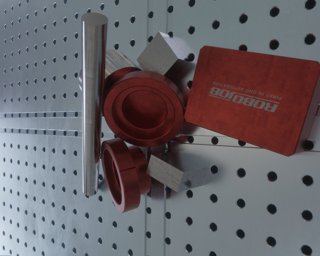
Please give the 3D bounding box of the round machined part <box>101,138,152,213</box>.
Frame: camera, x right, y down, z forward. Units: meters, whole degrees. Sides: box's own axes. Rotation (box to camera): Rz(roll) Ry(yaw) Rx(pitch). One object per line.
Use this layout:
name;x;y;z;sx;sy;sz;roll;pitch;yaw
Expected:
round machined part;-0.044;0.060;0.418;0.098;0.042;0.097;44;141;52

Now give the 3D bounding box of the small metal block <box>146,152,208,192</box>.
small metal block;0.021;0.051;0.376;0.050;0.050;0.025;25;106;37

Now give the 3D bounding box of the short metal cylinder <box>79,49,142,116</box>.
short metal cylinder;-0.063;-0.059;0.423;0.050;0.081;0.080;46;118;36

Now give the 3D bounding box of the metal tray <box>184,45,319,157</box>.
metal tray;0.094;-0.033;0.329;0.130;0.030;0.089;21;103;38

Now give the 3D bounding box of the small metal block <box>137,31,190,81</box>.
small metal block;0.003;-0.088;0.407;0.050;0.025;0.050;-46;63;30

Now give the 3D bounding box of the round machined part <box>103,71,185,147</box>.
round machined part;-0.018;-0.027;0.391;0.099;0.042;0.097;3;123;5

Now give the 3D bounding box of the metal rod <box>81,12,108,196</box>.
metal rod;-0.088;-0.002;0.401;0.025;0.025;0.298;48;144;29
